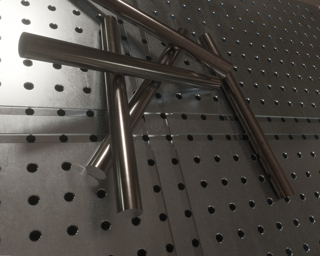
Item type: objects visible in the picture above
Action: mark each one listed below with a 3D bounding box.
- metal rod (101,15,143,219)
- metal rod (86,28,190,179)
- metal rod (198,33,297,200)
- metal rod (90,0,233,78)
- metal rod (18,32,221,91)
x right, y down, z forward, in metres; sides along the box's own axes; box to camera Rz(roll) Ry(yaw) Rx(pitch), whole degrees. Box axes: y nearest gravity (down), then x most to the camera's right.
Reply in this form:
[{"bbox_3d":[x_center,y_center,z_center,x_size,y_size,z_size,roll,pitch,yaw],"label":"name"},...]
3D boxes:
[{"bbox_3d":[-0.053,-0.039,0.379,0.025,0.025,0.299,8,51,-25],"label":"metal rod"},{"bbox_3d":[-0.016,-0.055,0.434,0.025,0.025,0.301,33,51,-7],"label":"metal rod"},{"bbox_3d":[0.133,-0.030,0.500,0.025,0.025,0.299,-9,66,-33],"label":"metal rod"},{"bbox_3d":[-0.026,-0.163,0.471,0.301,0.025,0.025,30,51,0],"label":"metal rod"},{"bbox_3d":[-0.021,-0.076,0.400,0.302,0.025,0.025,2,60,-43],"label":"metal rod"}]
